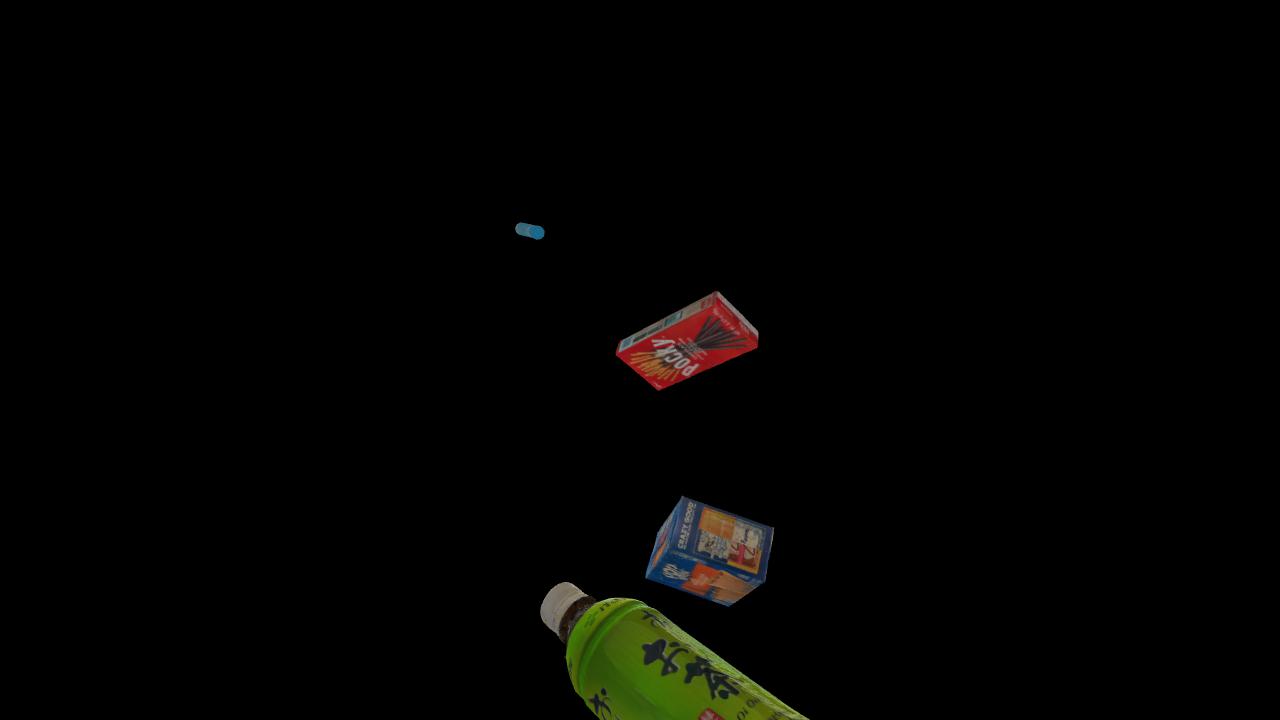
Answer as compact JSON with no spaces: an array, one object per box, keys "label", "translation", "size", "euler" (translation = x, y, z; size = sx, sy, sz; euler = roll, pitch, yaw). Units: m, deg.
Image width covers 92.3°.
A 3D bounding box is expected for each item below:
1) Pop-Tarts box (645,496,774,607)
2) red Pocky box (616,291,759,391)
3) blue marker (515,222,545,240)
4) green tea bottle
[{"label":"Pop-Tarts box","translation":[0.099,0.288,0.912],"size":[0.141,0.083,0.167],"euler":[20,-35,0]},{"label":"red Pocky box","translation":[0.053,-0.018,0.722],"size":[0.155,0.028,0.083],"euler":[-26,-52,37]},{"label":"blue marker","translation":[-0.157,-0.184,0.875],"size":[0.020,0.020,0.121],"euler":[0,13,-22]},{"label":"green tea bottle","translation":[0.016,0.193,0.353],"size":[0.073,0.073,0.212],"euler":[0,12,-45]}]
